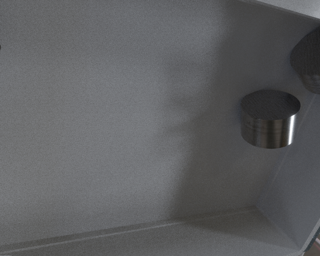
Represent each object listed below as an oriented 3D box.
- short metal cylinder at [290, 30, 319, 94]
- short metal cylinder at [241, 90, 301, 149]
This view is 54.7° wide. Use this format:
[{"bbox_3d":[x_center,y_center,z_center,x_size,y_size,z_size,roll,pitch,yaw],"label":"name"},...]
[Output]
[{"bbox_3d":[0.238,-0.096,0.447,0.080,0.080,0.050,-49,129,6],"label":"short metal cylinder"},{"bbox_3d":[0.160,-0.014,0.454,0.081,0.080,0.050,-22,127,-16],"label":"short metal cylinder"}]
